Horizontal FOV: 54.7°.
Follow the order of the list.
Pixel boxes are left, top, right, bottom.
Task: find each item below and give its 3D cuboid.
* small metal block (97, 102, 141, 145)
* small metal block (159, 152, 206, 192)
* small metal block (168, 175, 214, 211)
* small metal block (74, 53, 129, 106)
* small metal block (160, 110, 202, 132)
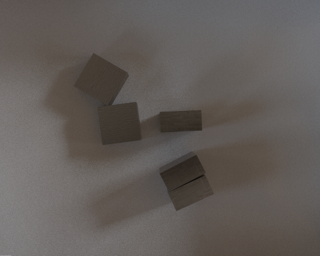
[{"bbox_3d":[-0.052,-0.006,0.411,0.050,0.025,0.050,-8,90,-1],"label":"small metal block"},{"bbox_3d":[0.027,0.055,0.399,0.050,0.050,0.025,-27,90,0],"label":"small metal block"},{"bbox_3d":[0.037,0.079,0.400,0.050,0.050,0.025,-25,90,0],"label":"small metal block"},{"bbox_3d":[-0.077,-0.063,0.410,0.050,0.025,0.050,30,90,-1],"label":"small metal block"},{"bbox_3d":[0.025,-0.008,0.399,0.050,0.050,0.025,-3,90,-1],"label":"small metal block"}]
